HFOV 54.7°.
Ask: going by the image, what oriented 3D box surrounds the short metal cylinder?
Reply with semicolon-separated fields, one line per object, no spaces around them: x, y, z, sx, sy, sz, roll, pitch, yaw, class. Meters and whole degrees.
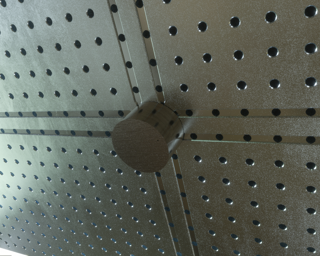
-0.016;0.012;0.408;0.080;0.050;0.079;13;124;20;short metal cylinder
